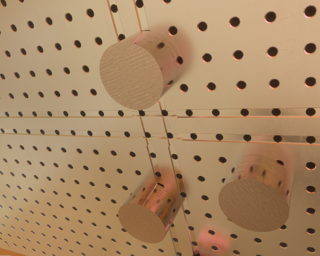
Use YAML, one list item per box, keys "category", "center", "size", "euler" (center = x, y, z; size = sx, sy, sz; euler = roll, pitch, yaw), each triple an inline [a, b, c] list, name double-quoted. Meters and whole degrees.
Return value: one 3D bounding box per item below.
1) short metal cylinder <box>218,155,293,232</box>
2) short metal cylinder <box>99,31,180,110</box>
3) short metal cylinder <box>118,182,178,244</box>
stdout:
- category: "short metal cylinder"
  center: [0.118, 0.080, 0.382]
  size: [0.080, 0.050, 0.079]
  euler: [13, 124, 20]
- category: "short metal cylinder"
  center: [-0.023, -0.068, 0.364]
  size: [0.080, 0.050, 0.079]
  euler: [13, 124, 20]
- category: "short metal cylinder"
  center: [-0.018, 0.132, 0.485]
  size: [0.080, 0.050, 0.079]
  euler: [13, 124, 20]
